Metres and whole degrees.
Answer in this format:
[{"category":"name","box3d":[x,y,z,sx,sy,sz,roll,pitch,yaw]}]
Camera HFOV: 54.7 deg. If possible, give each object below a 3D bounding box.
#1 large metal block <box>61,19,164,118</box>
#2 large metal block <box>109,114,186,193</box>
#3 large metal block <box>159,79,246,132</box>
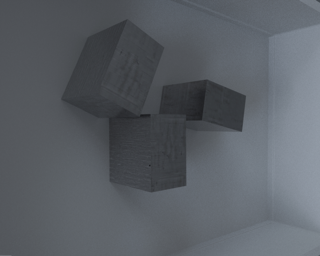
[{"category":"large metal block","box3d":[-0.051,-0.058,0.329,0.050,0.080,0.080,30,72,-37]},{"category":"large metal block","box3d":[-0.016,0.025,0.359,0.050,0.080,0.079,-1,91,-40]},{"category":"large metal block","box3d":[0.057,-0.027,0.421,0.081,0.080,0.050,13,82,-40]}]
